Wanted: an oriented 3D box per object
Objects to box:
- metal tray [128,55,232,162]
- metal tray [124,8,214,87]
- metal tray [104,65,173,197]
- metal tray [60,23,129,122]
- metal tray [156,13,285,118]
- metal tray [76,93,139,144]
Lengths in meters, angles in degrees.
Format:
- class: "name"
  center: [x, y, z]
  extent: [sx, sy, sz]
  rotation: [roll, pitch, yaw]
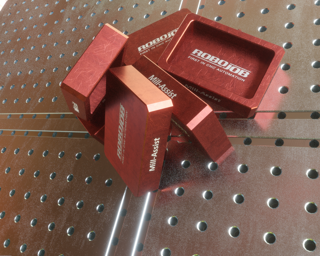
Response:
- class: "metal tray"
  center: [0.021, -0.024, 0.370]
  extent: [0.030, 0.090, 0.130]
  rotation: [-44, 51, -2]
- class: "metal tray"
  center: [0.007, -0.116, 0.450]
  extent: [0.131, 0.030, 0.090]
  rotation: [-29, 54, -8]
- class: "metal tray"
  center: [-0.031, 0.005, 0.361]
  extent: [0.030, 0.129, 0.090]
  rotation: [-16, 43, -30]
- class: "metal tray"
  center: [-0.081, -0.063, 0.393]
  extent: [0.030, 0.130, 0.090]
  rotation: [33, 76, -5]
- class: "metal tray"
  center: [0.073, -0.080, 0.385]
  extent: [0.130, 0.030, 0.090]
  rotation: [27, 75, 14]
- class: "metal tray"
  center: [-0.066, -0.050, 0.471]
  extent: [0.130, 0.030, 0.090]
  rotation: [-43, 52, -2]
